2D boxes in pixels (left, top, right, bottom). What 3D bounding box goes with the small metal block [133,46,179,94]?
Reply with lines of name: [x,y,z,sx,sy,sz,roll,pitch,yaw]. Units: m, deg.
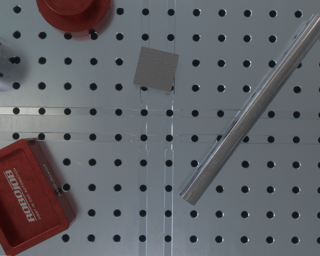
small metal block: [-0.005,-0.076,0.413,0.050,0.025,0.050,13,90,0]

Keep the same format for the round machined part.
round machined part: [-0.113,-0.174,0.404,0.099,0.042,0.097,0,90,0]

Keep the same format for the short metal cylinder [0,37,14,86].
short metal cylinder: [-0.240,-0.091,0.399,0.081,0.050,0.079,0,90,0]

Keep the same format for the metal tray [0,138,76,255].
metal tray: [-0.183,0.089,0.409,0.090,0.030,0.130,-27,90,0]

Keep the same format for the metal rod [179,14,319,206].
metal rod: [0.125,-0.024,0.414,0.025,0.025,0.299,37,90,0]
